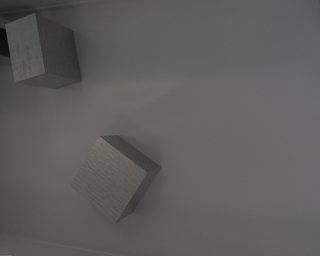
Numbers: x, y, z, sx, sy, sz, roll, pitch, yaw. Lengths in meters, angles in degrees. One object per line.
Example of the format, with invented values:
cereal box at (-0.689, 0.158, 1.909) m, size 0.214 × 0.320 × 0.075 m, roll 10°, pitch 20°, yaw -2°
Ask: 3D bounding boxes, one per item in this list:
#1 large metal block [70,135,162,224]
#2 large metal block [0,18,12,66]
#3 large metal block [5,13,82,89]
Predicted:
large metal block at (-0.059, 0.065, 0.418) m, size 0.080 × 0.050 × 0.080 m, roll 35°, pitch 101°, yaw 16°
large metal block at (-0.240, -0.126, 0.466) m, size 0.080 × 0.080 × 0.050 m, roll 4°, pitch 92°, yaw 20°
large metal block at (-0.161, -0.104, 0.438) m, size 0.050 × 0.080 × 0.080 m, roll -12°, pitch 86°, yaw 20°
